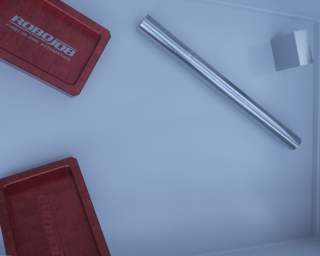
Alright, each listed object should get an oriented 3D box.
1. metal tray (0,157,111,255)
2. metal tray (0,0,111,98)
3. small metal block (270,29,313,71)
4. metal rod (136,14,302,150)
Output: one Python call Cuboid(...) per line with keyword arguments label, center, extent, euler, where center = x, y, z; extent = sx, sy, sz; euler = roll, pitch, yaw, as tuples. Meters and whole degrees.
Cuboid(label="metal tray", center=(-0.115, 0.104, 0.330), extent=(0.091, 0.030, 0.130), euler=(-17, 63, -20))
Cuboid(label="metal tray", center=(-0.135, -0.104, 0.357), extent=(0.131, 0.030, 0.090), euler=(29, 80, -18))
Cuboid(label="small metal block", center=(0.200, -0.117, 0.473), extent=(0.025, 0.050, 0.050), euler=(-15, 95, -20))
Cuboid(label="metal rod", center=(0.095, -0.057, 0.447), extent=(0.301, 0.025, 0.025), euler=(34, 79, -17))
